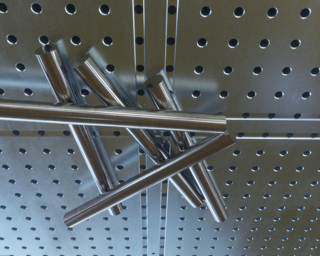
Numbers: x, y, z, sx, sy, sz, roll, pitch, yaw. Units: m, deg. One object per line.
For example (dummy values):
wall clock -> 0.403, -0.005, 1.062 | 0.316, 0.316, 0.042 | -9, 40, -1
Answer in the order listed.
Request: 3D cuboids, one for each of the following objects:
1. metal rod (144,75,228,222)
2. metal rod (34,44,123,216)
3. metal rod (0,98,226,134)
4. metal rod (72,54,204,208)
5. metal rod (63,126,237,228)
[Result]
metal rod -> 0.050, 0.050, 0.454 | 0.025, 0.025, 0.299 | -18, 128, 14
metal rod -> -0.099, 0.026, 0.432 | 0.025, 0.025, 0.298 | -8, 130, 6
metal rod -> -0.073, -0.015, 0.365 | 0.302, 0.025, 0.025 | 4, 130, -4
metal rod -> -0.013, 0.023, 0.430 | 0.025, 0.025, 0.300 | -24, 127, 19
metal rod -> -0.028, 0.079, 0.445 | 0.300, 0.025, 0.025 | -31, 124, 23
